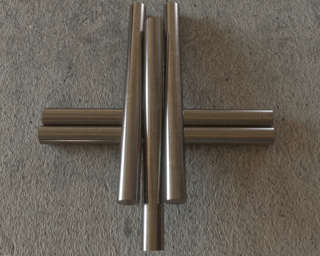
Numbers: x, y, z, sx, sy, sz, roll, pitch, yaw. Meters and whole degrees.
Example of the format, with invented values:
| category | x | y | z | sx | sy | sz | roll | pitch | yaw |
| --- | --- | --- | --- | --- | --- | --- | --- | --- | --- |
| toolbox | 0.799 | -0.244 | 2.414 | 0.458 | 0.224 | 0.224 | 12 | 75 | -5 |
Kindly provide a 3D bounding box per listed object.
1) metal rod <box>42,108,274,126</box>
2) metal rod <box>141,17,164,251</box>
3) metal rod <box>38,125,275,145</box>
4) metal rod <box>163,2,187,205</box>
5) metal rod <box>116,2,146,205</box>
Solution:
| category | x | y | z | sx | sy | sz | roll | pitch | yaw |
| --- | --- | --- | --- | --- | --- | --- | --- | --- | --- |
| metal rod | -0.002 | -0.014 | 0.415 | 0.302 | 0.025 | 0.025 | 0 | 70 | -1 |
| metal rod | -0.008 | -0.008 | 0.385 | 0.025 | 0.025 | 0.299 | 0 | 70 | -1 |
| metal rod | -0.004 | 0.010 | 0.407 | 0.302 | 0.025 | 0.025 | 0 | 70 | -1 |
| metal rod | 0.017 | -0.052 | 0.406 | 0.025 | 0.025 | 0.299 | 0 | 62 | 0 |
| metal rod | -0.034 | -0.051 | 0.405 | 0.025 | 0.025 | 0.299 | 0 | 62 | 0 |
